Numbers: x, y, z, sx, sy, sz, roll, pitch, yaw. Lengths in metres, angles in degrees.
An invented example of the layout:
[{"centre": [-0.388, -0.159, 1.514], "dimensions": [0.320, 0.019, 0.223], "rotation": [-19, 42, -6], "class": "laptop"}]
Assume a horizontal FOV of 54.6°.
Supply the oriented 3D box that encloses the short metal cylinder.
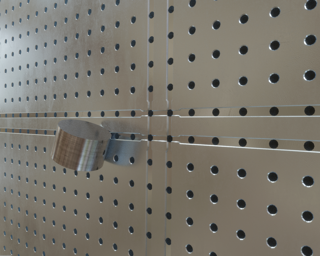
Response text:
[{"centre": [-0.120, 0.025, 0.474], "dimensions": [0.080, 0.081, 0.050], "rotation": [29, 108, 36], "class": "short metal cylinder"}]
